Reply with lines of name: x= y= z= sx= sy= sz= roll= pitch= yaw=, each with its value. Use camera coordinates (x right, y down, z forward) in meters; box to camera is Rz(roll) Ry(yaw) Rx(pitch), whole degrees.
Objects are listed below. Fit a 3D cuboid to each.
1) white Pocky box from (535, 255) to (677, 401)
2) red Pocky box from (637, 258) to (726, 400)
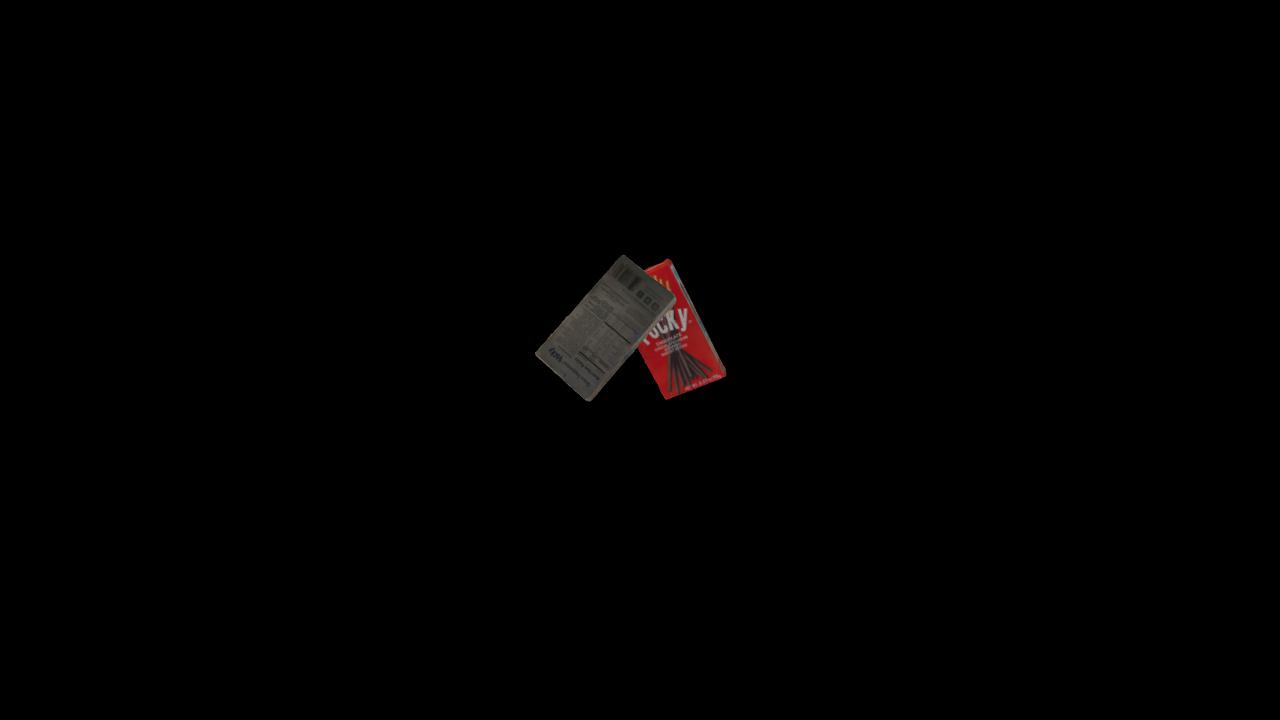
white Pocky box: x=-0.038 y=-0.037 z=0.699 sx=0.084 sy=0.154 sz=0.028 roll=40 pitch=-2 yaw=13
red Pocky box: x=0.033 y=-0.034 z=0.733 sx=0.083 sy=0.155 sz=0.028 roll=-23 pitch=14 yaw=21
